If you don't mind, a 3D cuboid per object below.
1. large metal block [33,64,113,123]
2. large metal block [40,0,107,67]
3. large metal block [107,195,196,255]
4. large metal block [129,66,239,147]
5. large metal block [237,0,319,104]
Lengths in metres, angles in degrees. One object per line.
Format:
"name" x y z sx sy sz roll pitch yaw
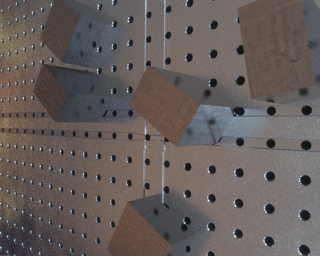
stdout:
"large metal block" -0.136 -0.052 0.483 0.080 0.081 0.050 44 117 30
"large metal block" -0.144 -0.158 0.509 0.080 0.050 0.080 44 116 31
"large metal block" -0.013 0.148 0.402 0.080 0.050 0.079 36 112 34
"large metal block" 0.027 -0.024 0.350 0.080 0.081 0.050 41 115 32
"large metal block" 0.116 -0.067 0.277 0.050 0.081 0.080 -11 83 39
